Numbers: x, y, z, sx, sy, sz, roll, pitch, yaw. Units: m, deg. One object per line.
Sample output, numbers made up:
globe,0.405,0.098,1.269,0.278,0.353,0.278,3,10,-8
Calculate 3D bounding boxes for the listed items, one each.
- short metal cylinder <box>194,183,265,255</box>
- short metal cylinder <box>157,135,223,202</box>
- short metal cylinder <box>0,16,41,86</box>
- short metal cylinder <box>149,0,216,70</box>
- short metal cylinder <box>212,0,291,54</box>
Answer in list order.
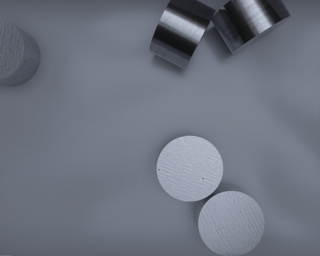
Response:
short metal cylinder,0.086,0.116,0.399,0.081,0.050,0.080,0,90,0
short metal cylinder,0.036,0.049,0.399,0.081,0.050,0.080,0,90,0
short metal cylinder,-0.203,-0.096,0.397,0.081,0.050,0.080,0,90,0
short metal cylinder,0.028,-0.119,0.384,0.050,0.080,0.080,28,90,0
short metal cylinder,0.112,-0.135,0.384,0.080,0.080,0.050,-31,90,0
